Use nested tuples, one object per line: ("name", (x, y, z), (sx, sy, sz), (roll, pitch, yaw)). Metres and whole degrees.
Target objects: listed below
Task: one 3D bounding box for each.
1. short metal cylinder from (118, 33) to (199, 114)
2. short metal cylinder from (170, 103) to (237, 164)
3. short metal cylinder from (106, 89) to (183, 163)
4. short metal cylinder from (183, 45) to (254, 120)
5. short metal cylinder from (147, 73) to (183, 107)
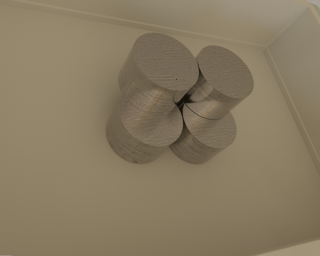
("short metal cylinder", (-0.002, -0.063, 0.360), (0.081, 0.050, 0.080), (14, 56, -21))
("short metal cylinder", (0.054, 0.002, 0.415), (0.081, 0.050, 0.080), (14, 56, -21))
("short metal cylinder", (-0.019, -0.003, 0.379), (0.081, 0.050, 0.080), (14, 56, -21))
("short metal cylinder", (0.071, -0.058, 0.395), (0.081, 0.050, 0.080), (14, 56, -21))
("short metal cylinder", (0.005, -0.062, 0.428), (0.081, 0.050, 0.080), (14, 56, -21))
